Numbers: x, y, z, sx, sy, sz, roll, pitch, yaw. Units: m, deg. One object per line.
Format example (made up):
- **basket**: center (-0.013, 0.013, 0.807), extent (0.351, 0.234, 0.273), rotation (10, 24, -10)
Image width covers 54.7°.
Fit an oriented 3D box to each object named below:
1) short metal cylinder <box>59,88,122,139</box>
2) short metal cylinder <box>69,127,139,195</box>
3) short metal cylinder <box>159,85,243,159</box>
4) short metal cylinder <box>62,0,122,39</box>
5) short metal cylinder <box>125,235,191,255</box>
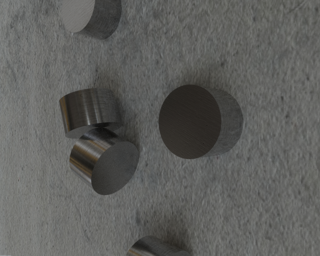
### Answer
- **short metal cylinder**: center (-0.101, -0.020, 0.450), extent (0.080, 0.081, 0.050), rotation (-22, 76, 37)
- **short metal cylinder**: center (-0.076, 0.045, 0.430), extent (0.050, 0.081, 0.079), rotation (28, 107, 36)
- **short metal cylinder**: center (0.046, -0.007, 0.350), extent (0.080, 0.050, 0.079), rotation (0, 90, 39)
- **short metal cylinder**: center (-0.105, -0.180, 0.472), extent (0.080, 0.050, 0.079), rotation (0, 90, 39)
- **short metal cylinder**: center (-0.004, 0.177, 0.371), extent (0.050, 0.081, 0.079), rotation (10, 97, 39)
